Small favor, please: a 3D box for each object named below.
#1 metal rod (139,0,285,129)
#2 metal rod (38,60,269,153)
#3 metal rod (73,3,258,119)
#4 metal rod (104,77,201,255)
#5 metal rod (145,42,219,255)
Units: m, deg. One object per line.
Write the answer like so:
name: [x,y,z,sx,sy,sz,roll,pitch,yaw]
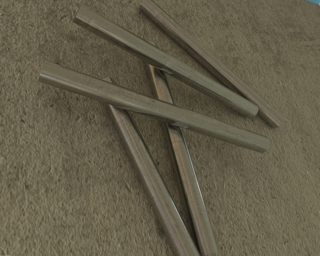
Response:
metal rod: [0.086,-0.108,0.515,0.300,0.025,0.025,42,51,0]
metal rod: [0.008,-0.020,0.386,0.302,0.025,0.025,17,55,-18]
metal rod: [0.025,-0.083,0.437,0.302,0.025,0.025,24,53,-25]
metal rod: [-0.005,0.070,0.358,0.025,0.025,0.299,-16,70,-34]
metal rod: [0.019,0.010,0.407,0.025,0.025,0.299,-1,62,-29]
